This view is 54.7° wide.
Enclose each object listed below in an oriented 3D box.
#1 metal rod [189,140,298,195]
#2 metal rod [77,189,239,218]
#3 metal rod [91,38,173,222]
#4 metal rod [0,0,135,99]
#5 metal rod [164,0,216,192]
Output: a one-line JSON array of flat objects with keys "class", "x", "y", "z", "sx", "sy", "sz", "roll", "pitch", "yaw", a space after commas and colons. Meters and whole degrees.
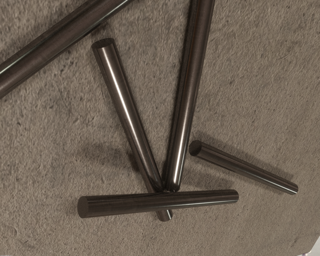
[{"class": "metal rod", "x": 0.162, "y": 0.077, "z": 0.545, "sx": 0.302, "sy": 0.025, "sz": 0.025, "roll": 24, "pitch": 106, "yaw": -37}, {"class": "metal rod", "x": 0.022, "y": 0.107, "z": 0.456, "sx": 0.302, "sy": 0.025, "sz": 0.025, "roll": 8, "pitch": 115, "yaw": -43}, {"class": "metal rod", "x": -0.025, "y": 0.026, "z": 0.410, "sx": 0.025, "sy": 0.025, "sz": 0.298, "roll": -26, "pitch": 128, "yaw": -13}, {"class": "metal rod", "x": -0.112, "y": -0.076, "z": 0.299, "sx": 0.301, "sy": 0.025, "sz": 0.025, "roll": -38, "pitch": 130, "yaw": -3}, {"class": "metal rod", "x": 0.036, "y": -0.040, "z": 0.403, "sx": 0.025, "sy": 0.025, "sz": 0.298, "roll": -7, "pitch": 122, "yaw": -25}]
